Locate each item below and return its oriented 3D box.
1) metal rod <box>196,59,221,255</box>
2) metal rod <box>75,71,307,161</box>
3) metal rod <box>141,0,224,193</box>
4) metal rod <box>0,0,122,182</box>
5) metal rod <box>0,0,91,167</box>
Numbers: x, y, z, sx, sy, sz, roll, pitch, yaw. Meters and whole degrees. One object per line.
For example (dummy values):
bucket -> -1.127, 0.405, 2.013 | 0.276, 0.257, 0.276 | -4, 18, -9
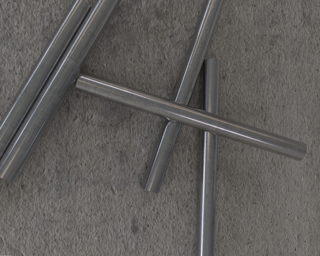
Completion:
metal rod -> 0.067, 0.054, 0.433 | 0.025, 0.025, 0.298 | 2, 89, -20
metal rod -> 0.045, -0.013, 0.393 | 0.302, 0.025, 0.025 | 17, 84, -7
metal rod -> 0.035, -0.059, 0.421 | 0.025, 0.025, 0.299 | 22, 83, -19
metal rod -> -0.099, -0.079, 0.357 | 0.025, 0.025, 0.299 | 30, 80, -18
metal rod -> -0.159, -0.017, 0.350 | 0.025, 0.025, 0.299 | 30, 80, -18
